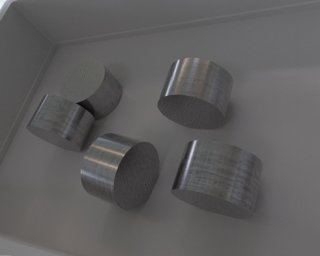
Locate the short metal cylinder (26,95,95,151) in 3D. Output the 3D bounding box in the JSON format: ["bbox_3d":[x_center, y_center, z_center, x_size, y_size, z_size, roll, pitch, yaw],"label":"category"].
[{"bbox_3d":[-0.142,-0.005,0.449,0.080,0.080,0.050,8,66,31],"label":"short metal cylinder"}]

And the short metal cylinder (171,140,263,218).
[{"bbox_3d":[0.057,0.052,0.309,0.080,0.080,0.050,6,65,31],"label":"short metal cylinder"}]

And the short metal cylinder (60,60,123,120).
[{"bbox_3d":[-0.106,-0.059,0.482,0.080,0.050,0.080,-13,56,21],"label":"short metal cylinder"}]

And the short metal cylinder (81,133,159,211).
[{"bbox_3d":[-0.045,0.050,0.363,0.050,0.080,0.080,13,68,33],"label":"short metal cylinder"}]

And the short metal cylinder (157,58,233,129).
[{"bbox_3d":[0.043,-0.039,0.372,0.080,0.080,0.050,4,64,30],"label":"short metal cylinder"}]
